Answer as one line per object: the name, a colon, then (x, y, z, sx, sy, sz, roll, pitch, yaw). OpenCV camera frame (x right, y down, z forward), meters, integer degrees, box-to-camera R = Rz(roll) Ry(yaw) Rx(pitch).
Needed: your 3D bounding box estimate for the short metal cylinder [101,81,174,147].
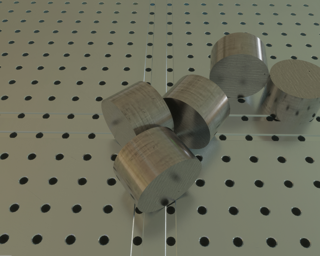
short metal cylinder: (-0.028, -0.011, 0.381, 0.050, 0.080, 0.080, -33, 57, -24)

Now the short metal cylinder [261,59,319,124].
short metal cylinder: (0.189, -0.052, 0.436, 0.081, 0.050, 0.080, 0, 50, 0)

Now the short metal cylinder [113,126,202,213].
short metal cylinder: (-0.003, 0.045, 0.334, 0.081, 0.080, 0.050, -27, 55, -21)

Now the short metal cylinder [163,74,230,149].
short metal cylinder: (0.040, -0.020, 0.389, 0.080, 0.080, 0.050, 28, 55, 21)

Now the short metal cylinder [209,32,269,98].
short metal cylinder: (0.113, -0.089, 0.448, 0.080, 0.080, 0.050, 6, 51, 5)
